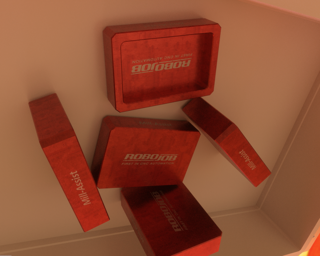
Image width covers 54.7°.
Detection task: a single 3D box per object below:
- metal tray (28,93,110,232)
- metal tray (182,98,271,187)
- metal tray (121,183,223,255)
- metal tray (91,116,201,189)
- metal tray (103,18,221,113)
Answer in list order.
[{"bbox_3d":[-0.097,0.038,0.335,0.030,0.090,0.129,-23,128,-16],"label":"metal tray"},{"bbox_3d":[0.093,0.019,0.428,0.030,0.090,0.130,-44,130,3],"label":"metal tray"},{"bbox_3d":[0.010,0.121,0.419,0.091,0.130,0.030,-12,124,-23],"label":"metal tray"},{"bbox_3d":[-0.018,0.034,0.414,0.131,0.030,0.089,3,117,-30],"label":"metal tray"},{"bbox_3d":[0.004,-0.074,0.361,0.131,0.030,0.089,-13,124,-22],"label":"metal tray"}]
